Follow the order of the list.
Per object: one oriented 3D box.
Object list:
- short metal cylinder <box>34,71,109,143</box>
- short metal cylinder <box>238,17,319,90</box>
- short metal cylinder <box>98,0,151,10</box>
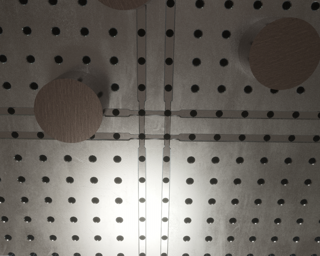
[{"bbox_3d":[-0.108,-0.028,0.388,0.081,0.050,0.079,0,110,-1],"label":"short metal cylinder"},{"bbox_3d":[0.140,-0.090,0.369,0.081,0.050,0.079,0,110,-1],"label":"short metal cylinder"},{"bbox_3d":[-0.039,-0.170,0.337,0.081,0.050,0.079,0,110,-1],"label":"short metal cylinder"}]
